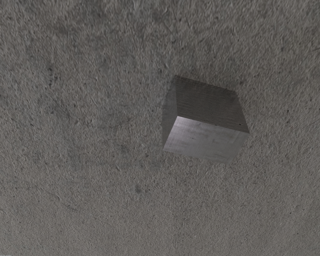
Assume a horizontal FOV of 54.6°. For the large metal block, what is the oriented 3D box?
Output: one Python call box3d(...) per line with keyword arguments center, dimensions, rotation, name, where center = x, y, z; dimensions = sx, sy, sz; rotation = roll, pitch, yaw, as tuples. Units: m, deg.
box3d(center=(0.049, -0.011, 0.362), dimensions=(0.080, 0.080, 0.050), rotation=(13, 129, -11), name="large metal block")
